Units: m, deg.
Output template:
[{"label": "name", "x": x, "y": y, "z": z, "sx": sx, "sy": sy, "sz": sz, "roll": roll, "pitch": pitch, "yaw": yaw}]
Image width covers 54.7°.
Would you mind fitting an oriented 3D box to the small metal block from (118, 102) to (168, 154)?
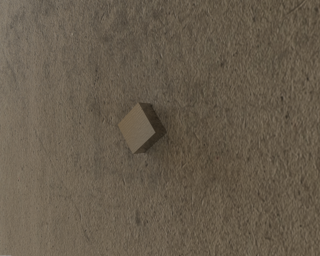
[{"label": "small metal block", "x": -0.025, "y": 0.001, "z": 0.425, "sx": 0.050, "sy": 0.025, "sz": 0.050, "roll": -44, "pitch": 64, "yaw": 31}]
